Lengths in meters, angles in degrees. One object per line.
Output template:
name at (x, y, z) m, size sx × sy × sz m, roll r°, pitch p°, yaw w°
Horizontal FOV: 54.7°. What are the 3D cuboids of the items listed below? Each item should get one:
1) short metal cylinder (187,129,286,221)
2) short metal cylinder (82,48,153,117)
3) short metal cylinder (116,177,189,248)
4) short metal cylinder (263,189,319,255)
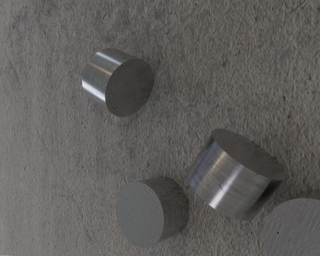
short metal cylinder at (0.075, 0.044, 0.308) m, size 0.080 × 0.081 × 0.050 m, roll 42°, pitch 116°, yaw 32°
short metal cylinder at (-0.055, -0.061, 0.415) m, size 0.050 × 0.081 × 0.079 m, roll 31°, pitch 110°, yaw 35°
short metal cylinder at (-0.010, 0.105, 0.397) m, size 0.080 × 0.050 × 0.080 m, roll 0°, pitch 90°, yaw 40°
short metal cylinder at (0.140, 0.098, 0.273) m, size 0.080 × 0.050 × 0.080 m, roll 0°, pitch 90°, yaw 40°
